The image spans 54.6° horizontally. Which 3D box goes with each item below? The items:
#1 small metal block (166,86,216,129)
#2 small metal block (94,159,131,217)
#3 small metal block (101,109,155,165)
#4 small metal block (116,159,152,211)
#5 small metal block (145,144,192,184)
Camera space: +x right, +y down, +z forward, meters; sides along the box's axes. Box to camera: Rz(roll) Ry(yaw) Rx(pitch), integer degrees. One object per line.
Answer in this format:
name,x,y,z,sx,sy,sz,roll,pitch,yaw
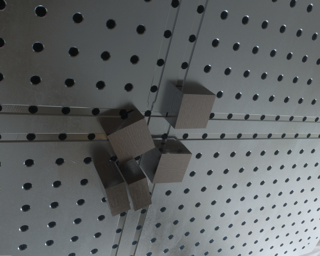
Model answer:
small metal block,0.041,-0.027,0.416,0.050,0.025,0.050,-1,119,-28
small metal block,-0.063,0.078,0.409,0.025,0.050,0.050,-19,126,-17
small metal block,-0.039,0.011,0.396,0.050,0.025,0.050,-27,128,-12
small metal block,-0.036,0.075,0.421,0.025,0.050,0.050,-20,126,-16
small metal block,0.012,0.052,0.449,0.050,0.025,0.050,3,117,-30
